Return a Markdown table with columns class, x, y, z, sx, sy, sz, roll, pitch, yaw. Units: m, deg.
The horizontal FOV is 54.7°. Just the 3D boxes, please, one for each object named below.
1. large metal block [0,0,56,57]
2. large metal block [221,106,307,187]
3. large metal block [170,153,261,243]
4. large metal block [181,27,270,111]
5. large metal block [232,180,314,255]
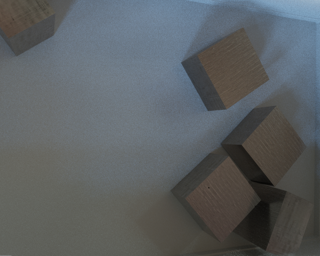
| class | x | y | z | sx | sy | sz | roll | pitch | yaw |
| --- | --- | --- | --- | --- | --- | --- | --- | --- | --- |
| large metal block | -0.157 | -0.130 | 0.323 | 0.050 | 0.080 | 0.080 | -37 | 102 | -16 |
| large metal block | 0.151 | 0.025 | 0.451 | 0.080 | 0.050 | 0.080 | -45 | 104 | -17 |
| large metal block | 0.076 | 0.092 | 0.425 | 0.080 | 0.050 | 0.080 | -41 | 103 | -15 |
| large metal block | 0.090 | -0.079 | 0.430 | 0.080 | 0.050 | 0.080 | -34 | 101 | -17 |
| large metal block | 0.156 | 0.127 | 0.439 | 0.050 | 0.080 | 0.080 | 26 | 82 | -18 |
